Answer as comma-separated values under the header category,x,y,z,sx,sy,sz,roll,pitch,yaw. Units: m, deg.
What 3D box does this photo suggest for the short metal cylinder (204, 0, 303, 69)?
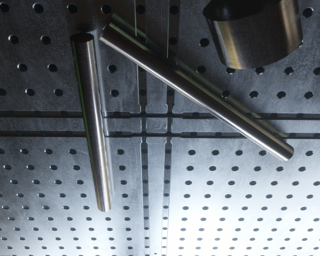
category,x,y,z,sx,sy,sz,roll,pitch,yaw
short metal cylinder,0.088,-0.100,0.291,0.080,0.080,0.050,-18,128,15

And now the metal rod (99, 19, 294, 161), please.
category,x,y,z,sx,sy,sz,roll,pitch,yaw
metal rod,0.062,-0.033,0.383,0.301,0.025,0.025,30,124,-24

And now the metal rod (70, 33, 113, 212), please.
category,x,y,z,sx,sy,sz,roll,pitch,yaw
metal rod,-0.087,0.017,0.425,0.025,0.025,0.298,1,130,-1
